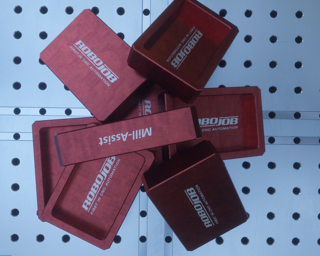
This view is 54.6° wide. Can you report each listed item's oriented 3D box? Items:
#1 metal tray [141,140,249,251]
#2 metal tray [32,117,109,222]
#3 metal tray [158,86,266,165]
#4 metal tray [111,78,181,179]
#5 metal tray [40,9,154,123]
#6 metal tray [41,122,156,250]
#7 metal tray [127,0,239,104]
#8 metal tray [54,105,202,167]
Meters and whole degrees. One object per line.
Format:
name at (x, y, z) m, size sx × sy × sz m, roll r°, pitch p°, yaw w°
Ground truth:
metal tray at (0.046, 0.087, 0.378) m, size 0.090 × 0.030 × 0.130 m, roll -29°, pitch 123°, yaw 0°
metal tray at (-0.115, 0.052, 0.410) m, size 0.090 × 0.030 × 0.129 m, roll -4°, pitch 89°, yaw -1°
metal tray at (0.067, -0.005, 0.393) m, size 0.131 × 0.030 × 0.090 m, roll -4°, pitch 90°, yaw -17°
metal tray at (-0.018, 0.000, 0.410) m, size 0.091 × 0.030 × 0.129 m, roll -4°, pitch 88°, yaw -2°
metal tray at (-0.078, -0.077, 0.394) m, size 0.090 × 0.030 × 0.130 m, roll -45°, pitch 75°, yaw 0°
metal tray at (-0.073, 0.069, 0.380) m, size 0.090 × 0.030 × 0.130 m, roll 27°, pitch 90°, yaw 0°
metal tray at (0.032, -0.101, 0.377) m, size 0.090 × 0.030 × 0.130 m, roll 34°, pitch 57°, yaw 0°
metal tray at (-0.027, 0.007, 0.316) m, size 0.131 × 0.090 × 0.030 m, roll -12°, pitch 90°, yaw 4°
